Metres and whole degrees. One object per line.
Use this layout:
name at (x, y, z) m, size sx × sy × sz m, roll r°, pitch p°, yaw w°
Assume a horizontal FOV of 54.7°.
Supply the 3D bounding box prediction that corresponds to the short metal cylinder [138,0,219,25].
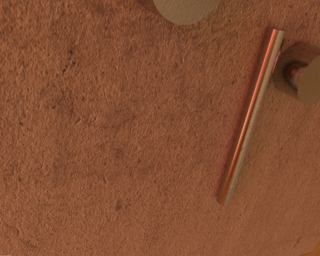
short metal cylinder at (0.017, -0.149, 0.308) m, size 0.081 × 0.050 × 0.079 m, roll -14°, pitch 124°, yaw -21°

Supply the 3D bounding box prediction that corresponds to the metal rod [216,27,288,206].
metal rod at (0.134, -0.001, 0.479) m, size 0.025 × 0.025 × 0.298 m, roll -5°, pitch 121°, yaw -26°

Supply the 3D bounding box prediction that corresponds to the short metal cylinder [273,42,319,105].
short metal cylinder at (0.216, -0.081, 0.459) m, size 0.081 × 0.050 × 0.079 m, roll -14°, pitch 124°, yaw -21°
